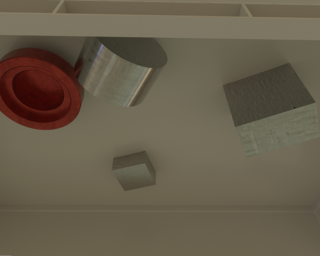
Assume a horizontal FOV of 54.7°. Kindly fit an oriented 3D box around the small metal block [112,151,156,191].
[{"bbox_3d":[-0.038,0.065,0.464,0.050,0.025,0.050,-14,129,11],"label":"small metal block"}]

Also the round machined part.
[{"bbox_3d":[-0.137,-0.048,0.355,0.099,0.042,0.097,-1,130,0],"label":"round machined part"}]

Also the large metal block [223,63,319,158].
[{"bbox_3d":[0.125,-0.021,0.357,0.080,0.080,0.050,-18,128,14],"label":"large metal block"}]

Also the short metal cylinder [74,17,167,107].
[{"bbox_3d":[-0.040,-0.067,0.315,0.080,0.080,0.050,22,127,-18],"label":"short metal cylinder"}]
